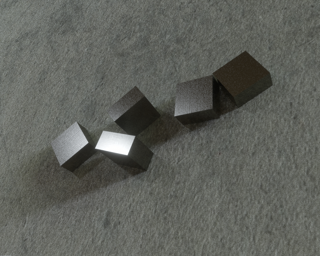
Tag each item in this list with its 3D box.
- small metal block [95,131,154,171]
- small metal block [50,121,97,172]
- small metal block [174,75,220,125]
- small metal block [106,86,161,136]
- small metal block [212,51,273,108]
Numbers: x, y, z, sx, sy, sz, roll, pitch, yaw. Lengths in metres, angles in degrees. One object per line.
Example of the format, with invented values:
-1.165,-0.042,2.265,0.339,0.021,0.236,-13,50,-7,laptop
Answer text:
-0.044,0.029,0.392,0.050,0.050,0.025,8,66,31,small metal block
-0.125,0.027,0.451,0.050,0.025,0.050,-40,51,0,small metal block
0.048,-0.035,0.396,0.050,0.025,0.050,-11,58,28,small metal block
-0.034,-0.020,0.417,0.050,0.050,0.025,-40,51,0,small metal block
0.103,-0.061,0.387,0.050,0.025,0.050,-34,52,5,small metal block
